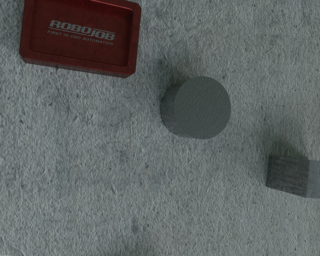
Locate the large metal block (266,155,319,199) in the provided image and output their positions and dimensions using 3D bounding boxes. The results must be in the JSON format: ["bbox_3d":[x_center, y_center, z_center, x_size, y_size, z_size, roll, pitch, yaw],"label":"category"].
[{"bbox_3d":[0.220,0.072,0.461,0.081,0.080,0.050,7,88,-20],"label":"large metal block"}]

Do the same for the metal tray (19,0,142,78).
[{"bbox_3d":[-0.092,-0.115,0.371,0.131,0.030,0.089,6,88,-20],"label":"metal tray"}]

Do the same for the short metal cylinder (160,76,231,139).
[{"bbox_3d":[0.046,-0.026,0.413,0.081,0.050,0.079,0,90,-20],"label":"short metal cylinder"}]
